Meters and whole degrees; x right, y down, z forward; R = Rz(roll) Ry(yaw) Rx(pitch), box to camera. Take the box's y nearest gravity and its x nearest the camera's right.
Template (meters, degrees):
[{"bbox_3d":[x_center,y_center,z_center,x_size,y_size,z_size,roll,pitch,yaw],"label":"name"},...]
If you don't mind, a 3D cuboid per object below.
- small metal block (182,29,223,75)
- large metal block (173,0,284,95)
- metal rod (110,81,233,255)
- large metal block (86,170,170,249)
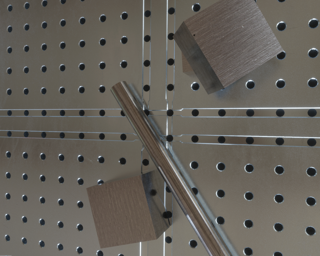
[{"bbox_3d":[0.055,-0.096,0.393,0.050,0.025,0.050,-4,89,20],"label":"small metal block"},{"bbox_3d":[0.074,-0.095,0.347,0.080,0.050,0.080,-33,94,-10],"label":"large metal block"},{"bbox_3d":[0.019,0.067,0.405,0.025,0.025,0.299,-35,79,17],"label":"metal rod"},{"bbox_3d":[-0.042,0.107,0.414,0.080,0.050,0.080,-16,85,19],"label":"large metal block"}]
